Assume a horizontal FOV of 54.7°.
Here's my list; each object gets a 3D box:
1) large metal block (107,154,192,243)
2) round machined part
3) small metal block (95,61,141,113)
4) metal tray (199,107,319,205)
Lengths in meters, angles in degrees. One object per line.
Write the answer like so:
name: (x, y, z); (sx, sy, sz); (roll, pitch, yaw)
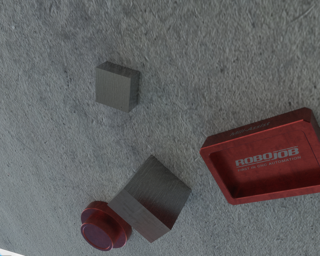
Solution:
large metal block: (-0.012, 0.098, 0.439); (0.080, 0.080, 0.050); (42, 129, -1)
round machined part: (-0.104, 0.185, 0.565); (0.098, 0.042, 0.097); (13, 124, 21)
small metal block: (-0.055, -0.053, 0.403); (0.050, 0.025, 0.050); (20, 126, 16)
metal tray: (0.123, 0.039, 0.362); (0.130, 0.030, 0.090); (-20, 108, 35)
